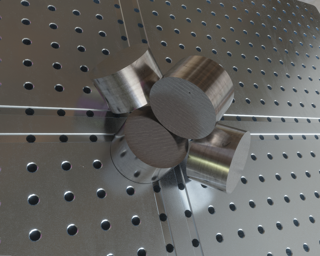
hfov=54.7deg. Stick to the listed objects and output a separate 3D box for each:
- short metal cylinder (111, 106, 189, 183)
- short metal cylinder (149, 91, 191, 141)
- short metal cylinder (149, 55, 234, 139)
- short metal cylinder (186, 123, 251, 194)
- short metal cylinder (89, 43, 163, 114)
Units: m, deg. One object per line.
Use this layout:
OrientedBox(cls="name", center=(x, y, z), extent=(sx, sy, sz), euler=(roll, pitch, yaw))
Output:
OrientedBox(cls="short metal cylinder", center=(-0.013, 0.020, 0.373), extent=(0.081, 0.050, 0.080), euler=(14, 56, -21))
OrientedBox(cls="short metal cylinder", center=(0.030, -0.026, 0.425), extent=(0.081, 0.050, 0.080), euler=(14, 56, -21))
OrientedBox(cls="short metal cylinder", center=(0.036, -0.034, 0.348), extent=(0.080, 0.080, 0.050), euler=(41, 51, 0))
OrientedBox(cls="short metal cylinder", center=(0.074, 0.035, 0.384), extent=(0.050, 0.079, 0.080), euler=(18, 45, 27))
OrientedBox(cls="short metal cylinder", center=(-0.039, -0.062, 0.382), extent=(0.080, 0.080, 0.050), euler=(-55, 129, -39))
